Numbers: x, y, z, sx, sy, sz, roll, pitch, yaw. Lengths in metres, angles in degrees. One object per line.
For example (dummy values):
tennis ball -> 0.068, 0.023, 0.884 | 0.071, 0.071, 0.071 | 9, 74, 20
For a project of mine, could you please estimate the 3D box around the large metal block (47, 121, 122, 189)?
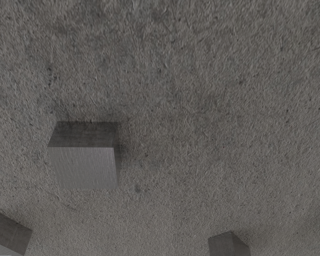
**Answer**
large metal block -> -0.098, 0.038, 0.422 | 0.081, 0.050, 0.079 | 1, 130, -1

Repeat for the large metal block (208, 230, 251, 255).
large metal block -> 0.138, 0.257, 0.591 | 0.050, 0.080, 0.080 | -29, 124, 22

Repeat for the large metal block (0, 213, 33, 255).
large metal block -> -0.297, 0.204, 0.562 | 0.080, 0.050, 0.080 | -29, 125, 22
